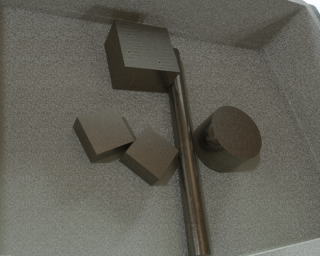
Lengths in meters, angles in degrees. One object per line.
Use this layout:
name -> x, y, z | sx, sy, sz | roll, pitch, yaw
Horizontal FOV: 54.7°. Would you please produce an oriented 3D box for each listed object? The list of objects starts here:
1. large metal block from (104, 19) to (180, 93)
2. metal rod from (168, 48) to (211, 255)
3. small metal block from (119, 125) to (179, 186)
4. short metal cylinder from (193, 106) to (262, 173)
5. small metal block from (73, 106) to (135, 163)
large metal block -> -0.027, -0.099, 0.437 | 0.081, 0.050, 0.080 | 0, 62, -29
metal rod -> 0.031, 0.012, 0.416 | 0.025, 0.025, 0.299 | 9, 58, -24
small metal block -> -0.013, 0.034, 0.379 | 0.050, 0.025, 0.050 | 39, 51, -2
short metal cylinder -> 0.093, 0.016, 0.432 | 0.081, 0.050, 0.080 | 14, 56, -21
small metal block -> -0.067, 0.007, 0.366 | 0.050, 0.025, 0.050 | -20, 72, -36
